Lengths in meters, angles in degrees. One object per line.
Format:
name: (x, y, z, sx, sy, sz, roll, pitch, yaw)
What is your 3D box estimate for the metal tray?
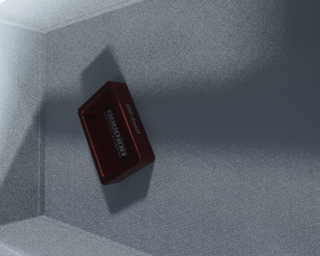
metal tray: (-0.068, 0.008, 0.457, 0.090, 0.030, 0.130, -35, 69, 34)
